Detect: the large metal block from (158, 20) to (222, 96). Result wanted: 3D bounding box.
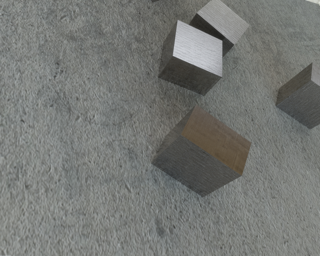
[{"bbox_3d":[0.048,-0.108,0.479,0.080,0.050,0.080,20,54,-17],"label":"large metal block"}]

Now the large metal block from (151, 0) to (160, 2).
[{"bbox_3d":[0.013,-0.278,0.545,0.050,0.080,0.080,49,51,5],"label":"large metal block"}]

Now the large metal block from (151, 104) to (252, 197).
[{"bbox_3d":[0.048,0.031,0.375,0.080,0.080,0.050,34,51,-6],"label":"large metal block"}]

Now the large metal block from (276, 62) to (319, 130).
[{"bbox_3d":[0.266,-0.054,0.545,0.080,0.080,0.050,32,52,-8],"label":"large metal block"}]

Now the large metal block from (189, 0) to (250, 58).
[{"bbox_3d":[0.100,-0.173,0.547,0.080,0.050,0.080,40,51,-1],"label":"large metal block"}]
